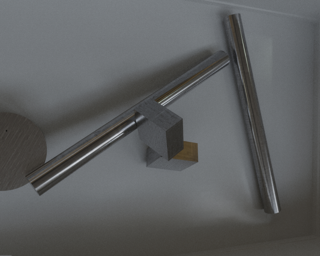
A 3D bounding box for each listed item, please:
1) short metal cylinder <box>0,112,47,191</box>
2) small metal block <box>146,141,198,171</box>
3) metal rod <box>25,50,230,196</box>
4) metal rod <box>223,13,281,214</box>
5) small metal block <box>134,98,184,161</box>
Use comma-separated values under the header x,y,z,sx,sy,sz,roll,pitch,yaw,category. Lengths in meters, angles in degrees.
x,y,z,sx,sy,sz,roll,pitch,yaw,category
-0.166,0.024,0.336,0.081,0.050,0.079,0,90,-20,short metal cylinder
0.015,0.035,0.401,0.050,0.050,0.025,10,66,-20,small metal block
-0.019,-0.021,0.378,0.302,0.025,0.025,-36,102,-27,metal rod
0.139,-0.018,0.463,0.025,0.025,0.298,-15,95,-20,metal rod
-0.001,0.002,0.351,0.025,0.050,0.050,-37,143,-26,small metal block
